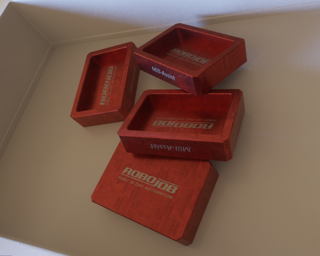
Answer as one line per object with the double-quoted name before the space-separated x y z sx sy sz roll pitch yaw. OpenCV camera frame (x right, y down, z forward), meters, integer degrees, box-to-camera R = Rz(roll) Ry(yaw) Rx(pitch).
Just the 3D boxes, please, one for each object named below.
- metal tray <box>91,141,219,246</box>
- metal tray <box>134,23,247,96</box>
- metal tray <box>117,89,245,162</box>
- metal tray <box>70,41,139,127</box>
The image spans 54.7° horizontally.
"metal tray" -0.008 0.068 0.364 0.130 0.030 0.090 14 69 33
"metal tray" 0.038 -0.098 0.417 0.090 0.030 0.130 -38 44 -19
"metal tray" 0.027 -0.008 0.368 0.130 0.030 0.090 3 43 25
"metal tray" -0.082 -0.069 0.485 0.090 0.030 0.130 -7 58 24
